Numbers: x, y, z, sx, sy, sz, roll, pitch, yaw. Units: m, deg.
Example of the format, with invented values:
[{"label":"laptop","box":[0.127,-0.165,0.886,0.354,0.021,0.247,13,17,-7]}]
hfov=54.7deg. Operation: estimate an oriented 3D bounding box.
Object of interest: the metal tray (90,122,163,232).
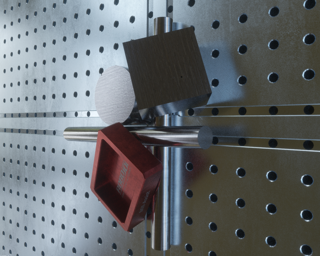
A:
[{"label":"metal tray","box":[-0.050,0.068,0.414,0.090,0.030,0.129,42,137,25]}]

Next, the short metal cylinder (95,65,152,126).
[{"label":"short metal cylinder","box":[-0.045,-0.043,0.430,0.080,0.050,0.079,0,90,40]}]

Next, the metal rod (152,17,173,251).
[{"label":"metal rod","box":[0.003,0.008,0.407,0.025,0.025,0.298,1,91,40]}]

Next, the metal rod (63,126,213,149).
[{"label":"metal rod","box":[-0.055,0.010,0.433,0.300,0.025,0.025,0,90,47]}]

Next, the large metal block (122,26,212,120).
[{"label":"large metal block","box":[0.008,-0.061,0.361,0.080,0.050,0.080,-14,79,-1]}]
